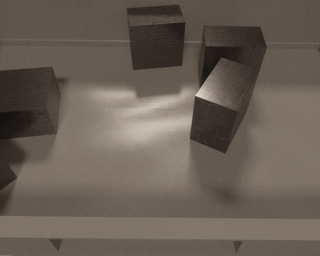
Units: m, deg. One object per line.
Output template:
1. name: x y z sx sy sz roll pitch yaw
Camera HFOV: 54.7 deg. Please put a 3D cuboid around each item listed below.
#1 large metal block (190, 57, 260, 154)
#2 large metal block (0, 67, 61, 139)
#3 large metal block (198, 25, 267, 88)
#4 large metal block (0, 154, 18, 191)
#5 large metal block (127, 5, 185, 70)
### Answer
1. large metal block: 0.081 -0.028 0.394 0.050 0.080 0.080 23 54 18
2. large metal block: -0.183 -0.034 0.415 0.081 0.050 0.080 -6 50 -5
3. large metal block: 0.102 -0.101 0.456 0.081 0.080 0.050 2 50 1
4. large metal block: -0.227 0.047 0.347 0.080 0.050 0.080 34 57 25
5. large metal block: -0.007 -0.142 0.488 0.081 0.080 0.050 -6 51 -6
